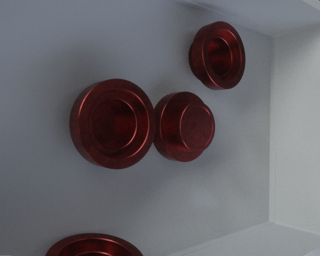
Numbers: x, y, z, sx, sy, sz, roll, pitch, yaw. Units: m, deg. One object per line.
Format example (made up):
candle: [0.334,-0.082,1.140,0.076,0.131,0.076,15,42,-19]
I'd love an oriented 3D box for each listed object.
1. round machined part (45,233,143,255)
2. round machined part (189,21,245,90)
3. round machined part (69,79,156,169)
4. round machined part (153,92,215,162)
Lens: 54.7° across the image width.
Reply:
round machined part: [-0.065,0.149,0.307,0.099,0.098,0.042,3,103,-40]
round machined part: [0.081,-0.105,0.463,0.099,0.042,0.097,0,90,-40]
round machined part: [-0.056,-0.005,0.349,0.099,0.042,0.097,0,90,-40]
round machined part: [0.038,-0.002,0.427,0.099,0.042,0.097,0,90,-40]
